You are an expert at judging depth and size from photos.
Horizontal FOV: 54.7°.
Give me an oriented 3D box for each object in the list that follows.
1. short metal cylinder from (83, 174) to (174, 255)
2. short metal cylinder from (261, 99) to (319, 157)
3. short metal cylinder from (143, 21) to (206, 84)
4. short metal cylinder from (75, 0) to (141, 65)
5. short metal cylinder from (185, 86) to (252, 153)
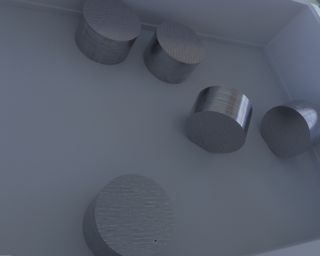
[{"bbox_3d":[-0.033,0.093,0.315,0.081,0.050,0.080,14,56,-21],"label":"short metal cylinder"},{"bbox_3d":[0.207,0.000,0.482,0.050,0.080,0.080,-17,71,-35],"label":"short metal cylinder"},{"bbox_3d":[0.021,-0.114,0.470,0.081,0.050,0.080,14,56,-21],"label":"short metal cylinder"},{"bbox_3d":[-0.073,-0.136,0.433,0.081,0.050,0.080,14,56,-21],"label":"short metal cylinder"},{"bbox_3d":[0.080,-0.010,0.419,0.080,0.080,0.050,32,52,-8],"label":"short metal cylinder"}]
